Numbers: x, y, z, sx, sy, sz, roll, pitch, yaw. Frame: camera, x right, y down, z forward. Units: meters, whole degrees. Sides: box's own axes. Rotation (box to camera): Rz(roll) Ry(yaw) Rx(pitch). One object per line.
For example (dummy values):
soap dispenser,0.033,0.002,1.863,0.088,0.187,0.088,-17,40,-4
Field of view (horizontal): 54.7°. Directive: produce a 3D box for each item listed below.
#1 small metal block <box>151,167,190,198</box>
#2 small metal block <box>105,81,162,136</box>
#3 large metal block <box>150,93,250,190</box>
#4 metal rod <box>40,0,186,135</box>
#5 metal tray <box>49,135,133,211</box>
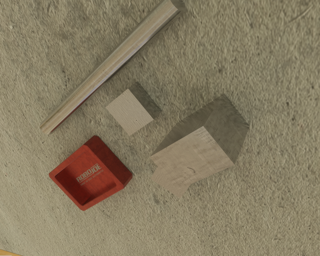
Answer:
small metal block,0.022,0.063,0.433,0.050,0.025,0.050,33,129,6
small metal block,-0.035,-0.025,0.408,0.050,0.025,0.050,-33,100,38
large metal block,0.047,0.015,0.355,0.080,0.080,0.050,-33,100,38
metal rod,-0.082,-0.065,0.407,0.299,0.025,0.025,-33,100,38
metal tray,-0.117,0.078,0.511,0.090,0.030,0.130,49,128,-7
